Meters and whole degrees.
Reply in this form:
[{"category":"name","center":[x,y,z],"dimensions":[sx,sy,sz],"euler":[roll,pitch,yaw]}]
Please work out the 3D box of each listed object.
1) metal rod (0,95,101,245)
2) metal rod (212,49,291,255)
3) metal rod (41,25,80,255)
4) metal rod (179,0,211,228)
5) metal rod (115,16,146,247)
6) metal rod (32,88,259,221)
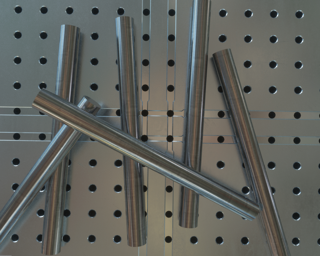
[{"category":"metal rod","center":[-0.172,0.086,0.393],"dimensions":[0.025,0.025,0.299],"euler":[38,97,0]},{"category":"metal rod","center":[0.124,0.042,0.414],"dimensions":[0.025,0.025,0.299],"euler":[-16,90,0]},{"category":"metal rod","center":[-0.132,0.015,0.412],"dimensions":[0.025,0.025,0.298],"euler":[5,90,0]},{"category":"metal rod","center":[0.047,-0.019,0.413],"dimensions":[0.025,0.025,0.298],"euler":[4,90,0]},{"category":"metal rod","center":[-0.039,0.005,0.413],"dimensions":[0.025,0.025,0.298],"euler":[-3,90,0]},{"category":"metal rod","center":[-0.006,0.038,0.374],"dimensions":[0.301,0.025,0.025],"euler":[29,90,-13]}]
